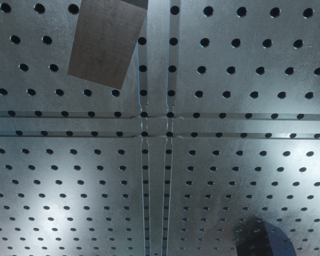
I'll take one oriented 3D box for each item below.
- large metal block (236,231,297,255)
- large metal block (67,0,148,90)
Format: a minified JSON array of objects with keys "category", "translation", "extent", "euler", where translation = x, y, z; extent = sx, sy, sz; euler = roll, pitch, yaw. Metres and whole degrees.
[{"category":"large metal block","translation":[0.213,0.257,0.615],"extent":[0.080,0.050,0.080],"euler":[30,124,-23]},{"category":"large metal block","translation":[-0.047,-0.097,0.293],"extent":[0.050,0.080,0.080],"euler":[15,128,-13]}]
